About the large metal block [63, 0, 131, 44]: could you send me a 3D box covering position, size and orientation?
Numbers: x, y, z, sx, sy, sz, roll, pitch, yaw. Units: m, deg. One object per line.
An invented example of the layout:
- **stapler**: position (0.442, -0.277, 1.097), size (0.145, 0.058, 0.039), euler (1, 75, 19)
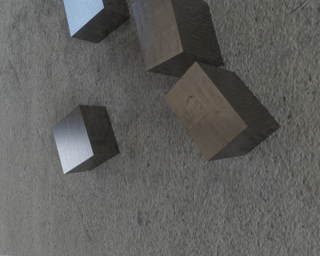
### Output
- **large metal block**: position (-0.099, -0.188, 0.470), size (0.080, 0.050, 0.080), euler (-24, 75, 37)

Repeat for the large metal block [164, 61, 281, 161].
- **large metal block**: position (0.064, -0.016, 0.316), size (0.050, 0.081, 0.080), euler (-47, 62, 30)

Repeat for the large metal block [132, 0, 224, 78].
- **large metal block**: position (0.022, -0.105, 0.351), size (0.050, 0.081, 0.080), euler (-20, 77, 38)

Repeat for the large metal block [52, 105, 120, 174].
- **large metal block**: position (-0.118, 0.019, 0.486), size (0.080, 0.050, 0.080), euler (-31, 71, 35)
